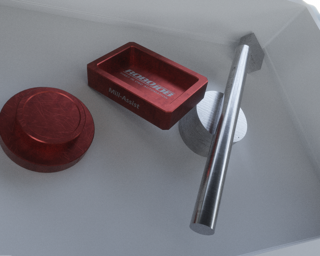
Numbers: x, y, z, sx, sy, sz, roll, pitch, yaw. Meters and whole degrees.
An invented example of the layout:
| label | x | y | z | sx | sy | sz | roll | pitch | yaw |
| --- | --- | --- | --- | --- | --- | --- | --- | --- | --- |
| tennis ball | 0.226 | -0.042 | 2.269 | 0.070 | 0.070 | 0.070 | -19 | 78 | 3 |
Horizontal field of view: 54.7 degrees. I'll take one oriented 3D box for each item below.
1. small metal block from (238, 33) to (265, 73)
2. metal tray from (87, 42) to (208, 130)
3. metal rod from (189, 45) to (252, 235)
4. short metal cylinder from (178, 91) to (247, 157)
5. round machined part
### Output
| label | x | y | z | sx | sy | sz | roll | pitch | yaw |
| --- | --- | --- | --- | --- | --- | --- | --- | --- | --- |
| small metal block | 0.167 | -0.138 | 0.570 | 0.050 | 0.025 | 0.050 | 51 | 46 | -27 |
| metal tray | -0.017 | -0.060 | 0.398 | 0.130 | 0.030 | 0.091 | 31 | 49 | 21 |
| metal rod | 0.086 | -0.010 | 0.396 | 0.025 | 0.025 | 0.300 | 30 | 52 | -10 |
| short metal cylinder | 0.073 | -0.005 | 0.434 | 0.081 | 0.050 | 0.080 | 14 | 56 | -21 |
| round machined part | -0.119 | -0.005 | 0.334 | 0.099 | 0.042 | 0.098 | 14 | 56 | -21 |
